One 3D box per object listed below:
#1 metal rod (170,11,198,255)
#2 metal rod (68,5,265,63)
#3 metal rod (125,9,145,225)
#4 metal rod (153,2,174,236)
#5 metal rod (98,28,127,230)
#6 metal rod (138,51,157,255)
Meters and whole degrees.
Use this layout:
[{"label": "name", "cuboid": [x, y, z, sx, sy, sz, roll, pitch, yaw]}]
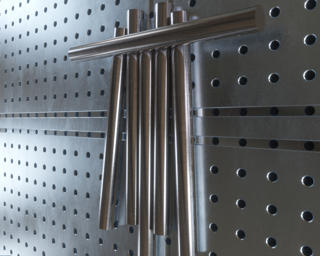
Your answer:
[{"label": "metal rod", "cuboid": [0.030, 0.006, 0.386, 0.025, 0.025, 0.298, -3, 88, 40]}, {"label": "metal rod", "cuboid": [-0.019, -0.110, 0.393, 0.300, 0.025, 0.025, 3, 92, 40]}, {"label": "metal rod", "cuboid": [-0.035, -0.015, 0.440, 0.025, 0.025, 0.298, 1, 91, 40]}, {"label": "metal rod", "cuboid": [0.004, -0.011, 0.408, 0.025, 0.025, 0.298, 1, 91, 40]}, {"label": "metal rod", "cuboid": [-0.069, 0.004, 0.466, 0.025, 0.025, 0.298, 9, 96, 40]}, {"label": "metal rod", "cuboid": [-0.017, 0.041, 0.424, 0.025, 0.025, 0.298, 1, 91, 40]}]
